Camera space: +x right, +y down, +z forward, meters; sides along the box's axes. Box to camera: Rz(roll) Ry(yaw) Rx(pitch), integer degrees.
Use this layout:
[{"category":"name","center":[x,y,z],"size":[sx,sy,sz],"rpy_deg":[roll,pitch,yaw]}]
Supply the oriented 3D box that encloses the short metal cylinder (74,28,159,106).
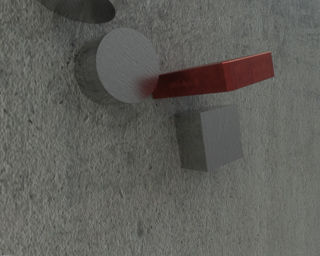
[{"category":"short metal cylinder","center":[-0.048,-0.066,0.348],"size":[0.081,0.050,0.080],"rpy_deg":[0,90,-40]}]

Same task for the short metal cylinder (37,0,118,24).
[{"category":"short metal cylinder","center":[-0.078,-0.145,0.303],"size":[0.081,0.080,0.050],"rpy_deg":[17,80,-39]}]

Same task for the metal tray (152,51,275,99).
[{"category":"metal tray","center":[0.060,-0.064,0.387],"size":[0.091,0.130,0.030],"rpy_deg":[-21,104,-38]}]

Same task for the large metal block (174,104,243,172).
[{"category":"large metal block","center":[0.072,0.012,0.448],"size":[0.081,0.050,0.079],"rpy_deg":[-14,99,-39]}]
